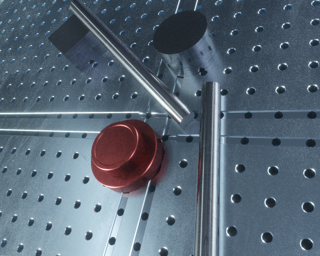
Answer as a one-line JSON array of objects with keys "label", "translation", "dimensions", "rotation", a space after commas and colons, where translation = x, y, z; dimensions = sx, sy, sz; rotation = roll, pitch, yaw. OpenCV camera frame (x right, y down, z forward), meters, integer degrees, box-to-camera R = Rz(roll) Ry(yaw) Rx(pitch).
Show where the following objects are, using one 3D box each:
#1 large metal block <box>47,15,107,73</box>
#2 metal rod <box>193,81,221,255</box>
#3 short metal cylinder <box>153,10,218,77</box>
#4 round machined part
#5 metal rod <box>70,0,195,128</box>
[{"label": "large metal block", "translation": [-0.144, -0.159, 0.563], "dimensions": [0.080, 0.050, 0.080], "rotation": [-44, 51, -3]}, {"label": "metal rod", "translation": [0.051, 0.077, 0.332], "dimensions": [0.025, 0.025, 0.299], "rotation": [-7, 58, 24]}, {"label": "short metal cylinder", "translation": [0.037, -0.121, 0.446], "dimensions": [0.080, 0.050, 0.080], "rotation": [-13, 56, 20]}, {"label": "round machined part", "translation": [-0.049, 0.030, 0.403], "dimensions": [0.098, 0.042, 0.098], "rotation": [-13, 56, 20]}, {"label": "metal rod", "translation": [-0.054, -0.110, 0.464], "dimensions": [0.025, 0.025, 0.300], "rotation": [-42, 63, 0]}]
